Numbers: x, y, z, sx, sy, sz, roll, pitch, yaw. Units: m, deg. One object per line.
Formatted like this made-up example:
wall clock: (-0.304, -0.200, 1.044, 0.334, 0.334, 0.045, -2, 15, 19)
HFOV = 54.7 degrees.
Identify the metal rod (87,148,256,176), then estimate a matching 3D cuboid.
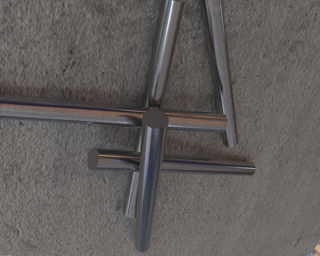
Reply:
metal rod: (0.040, 0.052, 0.437, 0.302, 0.025, 0.025, 9, 114, -40)

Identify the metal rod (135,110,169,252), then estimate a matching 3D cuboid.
metal rod: (-0.017, 0.092, 0.402, 0.025, 0.025, 0.298, -16, 141, -20)

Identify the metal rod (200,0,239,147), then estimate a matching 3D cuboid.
metal rod: (0.074, -0.093, 0.389, 0.025, 0.025, 0.299, -27, 128, -12)

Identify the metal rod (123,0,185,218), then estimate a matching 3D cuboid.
metal rod: (-0.014, -0.006, 0.395, 0.025, 0.025, 0.298, -2, 120, -27)

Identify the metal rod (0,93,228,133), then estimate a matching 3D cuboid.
metal rod: (-0.060, -0.015, 0.340, 0.302, 0.025, 0.025, 4, 117, -22)
